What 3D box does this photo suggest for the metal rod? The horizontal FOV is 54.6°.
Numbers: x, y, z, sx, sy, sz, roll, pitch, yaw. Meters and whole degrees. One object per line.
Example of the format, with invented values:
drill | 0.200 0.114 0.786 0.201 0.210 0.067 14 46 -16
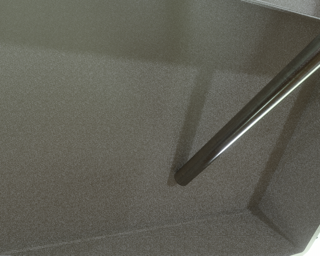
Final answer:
metal rod | 0.105 -0.010 0.381 0.025 0.025 0.298 8 139 -32
